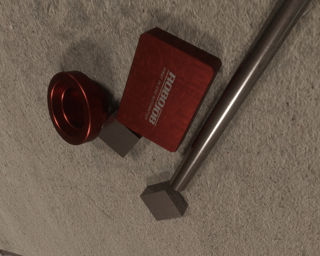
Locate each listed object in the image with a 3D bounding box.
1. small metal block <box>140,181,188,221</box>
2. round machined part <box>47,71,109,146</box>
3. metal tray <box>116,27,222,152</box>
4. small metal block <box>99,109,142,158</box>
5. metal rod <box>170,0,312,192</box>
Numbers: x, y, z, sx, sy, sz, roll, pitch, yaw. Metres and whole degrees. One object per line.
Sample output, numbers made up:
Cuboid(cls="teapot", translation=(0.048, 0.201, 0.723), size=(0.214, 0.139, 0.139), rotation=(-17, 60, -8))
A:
Cuboid(cls="small metal block", translation=(0.006, 0.111, 0.471), size=(0.050, 0.025, 0.050), rotation=(-22, 107, 36))
Cuboid(cls="round machined part", translation=(-0.107, -0.029, 0.419), size=(0.098, 0.042, 0.097), rotation=(15, 113, 39))
Cuboid(cls="metal tray", translation=(0.005, -0.042, 0.374), size=(0.090, 0.030, 0.129), rotation=(29, 128, 9))
Cuboid(cls="small metal block", translation=(-0.054, 0.007, 0.438), size=(0.050, 0.025, 0.050), rotation=(41, 129, -1))
Cuboid(cls="metal rod", translation=(0.077, -0.025, 0.349), size=(0.025, 0.025, 0.298), rotation=(32, 128, 7))
